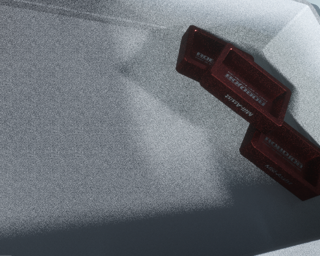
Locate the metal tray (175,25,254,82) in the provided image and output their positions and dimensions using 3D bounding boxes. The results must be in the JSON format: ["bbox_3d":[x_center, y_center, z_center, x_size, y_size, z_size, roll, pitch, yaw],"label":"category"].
[{"bbox_3d":[0.096,-0.108,0.519,0.131,0.030,0.090,22,53,-15],"label":"metal tray"}]

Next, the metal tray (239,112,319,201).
[{"bbox_3d":[0.194,0.039,0.482,0.130,0.030,0.090,37,51,-4],"label":"metal tray"}]

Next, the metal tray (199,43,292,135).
[{"bbox_3d":[0.133,-0.061,0.471,0.130,0.030,0.090,37,51,-4],"label":"metal tray"}]
